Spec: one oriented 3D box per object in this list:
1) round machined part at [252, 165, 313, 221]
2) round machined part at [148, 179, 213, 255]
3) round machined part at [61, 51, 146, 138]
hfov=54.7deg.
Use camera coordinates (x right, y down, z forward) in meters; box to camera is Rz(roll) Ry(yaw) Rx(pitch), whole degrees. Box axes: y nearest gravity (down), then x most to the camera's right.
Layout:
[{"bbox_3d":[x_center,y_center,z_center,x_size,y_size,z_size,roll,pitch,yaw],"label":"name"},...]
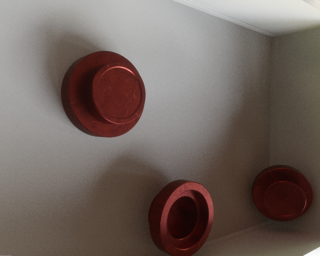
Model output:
[{"bbox_3d":[0.211,0.116,0.533,0.042,0.098,0.097,-43,124,-74],"label":"round machined part"},{"bbox_3d":[0.024,0.118,0.416,0.099,0.042,0.097,0,90,-40],"label":"round machined part"},{"bbox_3d":[-0.055,-0.038,0.349,0.099,0.042,0.097,0,90,-40],"label":"round machined part"}]
